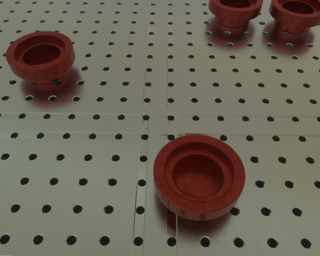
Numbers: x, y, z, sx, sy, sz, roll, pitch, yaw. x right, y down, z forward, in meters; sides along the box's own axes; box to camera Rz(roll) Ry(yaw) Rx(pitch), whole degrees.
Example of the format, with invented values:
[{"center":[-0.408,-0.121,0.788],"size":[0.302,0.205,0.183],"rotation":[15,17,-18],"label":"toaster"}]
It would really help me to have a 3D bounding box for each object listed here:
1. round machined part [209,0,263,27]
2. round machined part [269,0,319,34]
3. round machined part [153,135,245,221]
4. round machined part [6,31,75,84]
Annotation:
[{"center":[0.141,-0.228,0.589],"size":[0.099,0.042,0.098],"rotation":[0,50,0],"label":"round machined part"},{"center":[0.253,-0.213,0.577],"size":[0.099,0.042,0.098],"rotation":[0,50,0],"label":"round machined part"},{"center":[0.042,0.058,0.348],"size":[0.099,0.042,0.098],"rotation":[0,50,0],"label":"round machined part"},{"center":[-0.182,-0.106,0.485],"size":[0.099,0.042,0.098],"rotation":[0,50,0],"label":"round machined part"}]
